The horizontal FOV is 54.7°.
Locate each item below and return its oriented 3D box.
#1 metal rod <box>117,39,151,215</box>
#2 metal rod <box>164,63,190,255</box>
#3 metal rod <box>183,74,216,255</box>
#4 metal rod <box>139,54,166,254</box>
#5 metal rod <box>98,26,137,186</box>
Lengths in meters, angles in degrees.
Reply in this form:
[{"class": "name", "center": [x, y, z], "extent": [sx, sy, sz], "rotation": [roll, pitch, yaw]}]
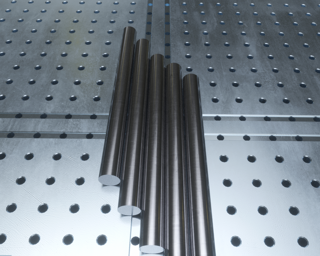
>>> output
[{"class": "metal rod", "center": [-0.031, -0.026, 0.428], "extent": [0.025, 0.025, 0.300], "rotation": [1, 50, 0]}, {"class": "metal rod", "center": [0.019, 0.022, 0.388], "extent": [0.025, 0.025, 0.300], "rotation": [1, 50, 0]}, {"class": "metal rod", "center": [0.044, 0.042, 0.372], "extent": [0.025, 0.025, 0.300], "rotation": [1, 50, 0]}, {"class": "metal rod", "center": [-0.006, 0.005, 0.402], "extent": [0.025, 0.025, 0.300], "rotation": [1, 50, 0]}, {"class": "metal rod", "center": [-0.056, -0.055, 0.452], "extent": [0.025, 0.025, 0.300], "rotation": [1, 50, 0]}]
